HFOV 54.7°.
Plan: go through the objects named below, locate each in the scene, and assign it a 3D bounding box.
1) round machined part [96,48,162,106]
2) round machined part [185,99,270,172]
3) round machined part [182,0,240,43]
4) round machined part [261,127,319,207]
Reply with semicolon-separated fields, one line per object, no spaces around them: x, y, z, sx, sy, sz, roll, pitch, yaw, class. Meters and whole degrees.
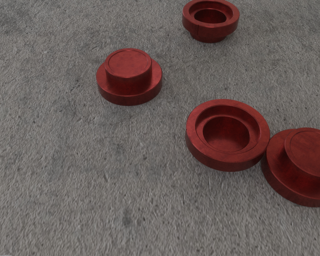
-0.046;-0.082;0.461;0.099;0.042;0.098;0;50;0;round machined part
0.080;0.013;0.382;0.099;0.042;0.098;0;50;0;round machined part
0.088;-0.188;0.550;0.099;0.042;0.098;0;50;0;round machined part
0.173;0.038;0.359;0.099;0.042;0.098;2;51;-2;round machined part
